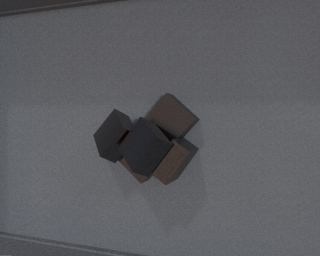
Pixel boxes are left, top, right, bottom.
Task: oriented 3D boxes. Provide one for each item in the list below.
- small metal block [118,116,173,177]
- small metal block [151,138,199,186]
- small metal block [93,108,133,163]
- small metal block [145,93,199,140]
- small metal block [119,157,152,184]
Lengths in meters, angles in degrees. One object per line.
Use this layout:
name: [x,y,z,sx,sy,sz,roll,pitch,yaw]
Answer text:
small metal block: [-0.019,0.022,0.375,0.050,0.025,0.050,-54,41,12]
small metal block: [0.019,0.040,0.388,0.025,0.050,0.050,37,102,16]
small metal block: [-0.060,0.010,0.416,0.050,0.025,0.050,-49,37,13]
small metal block: [0.014,-0.010,0.403,0.050,0.025,0.050,44,103,14]
small metal block: [-0.022,0.037,0.416,0.050,0.025,0.050,44,103,14]
